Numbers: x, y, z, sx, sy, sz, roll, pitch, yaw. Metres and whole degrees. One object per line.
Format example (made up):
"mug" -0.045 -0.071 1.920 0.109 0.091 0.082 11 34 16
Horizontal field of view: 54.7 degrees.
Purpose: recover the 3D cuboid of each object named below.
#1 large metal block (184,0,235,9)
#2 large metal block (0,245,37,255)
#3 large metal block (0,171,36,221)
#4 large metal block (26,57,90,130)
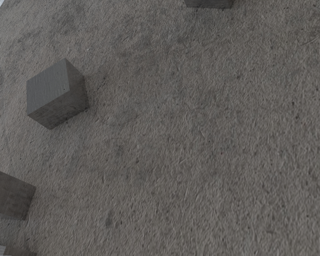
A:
"large metal block" 0.072 -0.232 0.474 0.080 0.080 0.050 18 72 35
"large metal block" -0.214 0.188 0.385 0.080 0.050 0.080 -3 60 27
"large metal block" -0.241 0.094 0.438 0.080 0.080 0.050 -5 60 26
"large metal block" -0.170 -0.056 0.512 0.080 0.050 0.080 -28 52 10
